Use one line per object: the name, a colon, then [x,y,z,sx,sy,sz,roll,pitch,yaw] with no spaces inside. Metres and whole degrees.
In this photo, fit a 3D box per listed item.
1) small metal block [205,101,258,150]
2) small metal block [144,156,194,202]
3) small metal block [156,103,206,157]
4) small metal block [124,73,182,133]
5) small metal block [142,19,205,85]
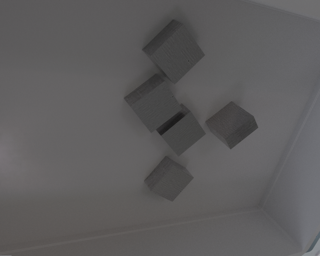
small metal block: [0.102,-0.005,0.445,0.050,0.050,0.025,-38,129,-3]
small metal block: [0.014,0.077,0.463,0.050,0.025,0.050,-50,129,7]
small metal block: [0.028,0.003,0.425,0.050,0.025,0.050,-40,129,-1]
small metal block: [-0.008,-0.030,0.385,0.050,0.025,0.050,-38,129,-3]
small metal block: [0.016,-0.088,0.363,0.050,0.025,0.050,-44,129,2]
